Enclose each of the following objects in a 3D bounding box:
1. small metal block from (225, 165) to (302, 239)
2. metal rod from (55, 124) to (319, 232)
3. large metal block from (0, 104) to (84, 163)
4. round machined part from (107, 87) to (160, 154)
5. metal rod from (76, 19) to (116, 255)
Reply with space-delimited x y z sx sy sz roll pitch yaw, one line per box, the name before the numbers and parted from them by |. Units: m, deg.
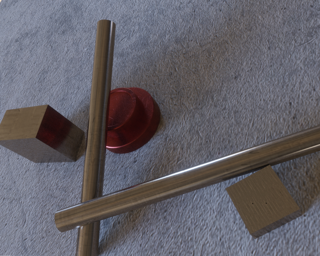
small metal block | 0.101 0.073 0.306 0.050 0.025 0.050 -31 52 8
metal rod | 0.031 0.055 0.328 0.301 0.025 0.025 -19 54 7
large metal block | -0.173 0.012 0.450 0.080 0.080 0.050 -4 60 25
round machined part | -0.053 -0.017 0.430 0.098 0.042 0.098 -13 56 20
metal rod | -0.079 0.005 0.389 0.025 0.025 0.299 -4 76 26
